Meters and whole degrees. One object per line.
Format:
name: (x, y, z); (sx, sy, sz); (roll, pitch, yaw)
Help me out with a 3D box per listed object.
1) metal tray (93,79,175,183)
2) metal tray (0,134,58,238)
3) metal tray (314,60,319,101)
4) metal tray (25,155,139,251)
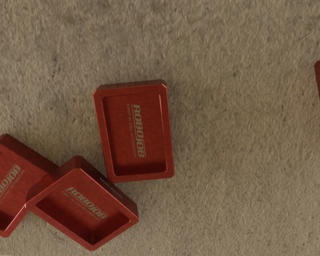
metal tray: (-0.031, 0.006, 0.408); (0.091, 0.030, 0.129); (-5, 110, 1)
metal tray: (-0.217, 0.083, 0.434); (0.090, 0.030, 0.130); (37, 106, -13)
metal tray: (0.259, -0.035, 0.397); (0.090, 0.030, 0.129); (-18, 109, 6)
metal tray: (-0.102, 0.107, 0.426); (0.090, 0.030, 0.130); (-35, 121, 8)
